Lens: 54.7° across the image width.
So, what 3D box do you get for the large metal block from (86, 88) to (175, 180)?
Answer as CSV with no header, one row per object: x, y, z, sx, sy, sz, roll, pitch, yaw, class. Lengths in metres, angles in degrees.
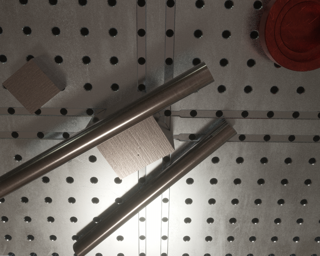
-0.037,0.007,0.402,0.080,0.050,0.080,-29,108,10,large metal block

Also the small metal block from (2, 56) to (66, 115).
-0.158,-0.054,0.391,0.050,0.025,0.050,-36,107,12,small metal block

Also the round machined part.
0.165,-0.118,0.363,0.099,0.042,0.097,0,110,-1,round machined part

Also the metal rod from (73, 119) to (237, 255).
-0.015,0.093,0.447,0.300,0.025,0.025,-41,106,13,metal rod

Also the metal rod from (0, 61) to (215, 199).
-0.077,0.009,0.362,0.301,0.025,0.025,-28,108,9,metal rod
